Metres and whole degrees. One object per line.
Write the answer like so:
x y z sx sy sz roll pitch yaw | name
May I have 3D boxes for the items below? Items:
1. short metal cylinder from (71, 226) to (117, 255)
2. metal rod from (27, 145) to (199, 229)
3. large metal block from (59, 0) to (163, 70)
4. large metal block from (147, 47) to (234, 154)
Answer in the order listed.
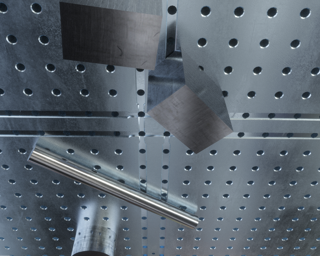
-0.125 0.230 0.590 0.081 0.050 0.079 0 130 0 | short metal cylinder
-0.060 0.102 0.497 0.301 0.025 0.025 29 124 -23 | metal rod
-0.042 -0.100 0.289 0.081 0.080 0.050 6 130 -6 | large metal block
0.032 -0.031 0.349 0.050 0.080 0.080 -35 122 25 | large metal block
